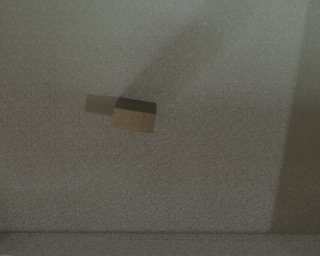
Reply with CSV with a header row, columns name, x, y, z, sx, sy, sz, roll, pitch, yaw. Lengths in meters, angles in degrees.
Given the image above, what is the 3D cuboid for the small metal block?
name,x,y,z,sx,sy,sz,roll,pitch,yaw
small metal block,-0.031,-0.017,0.391,0.050,0.050,0.025,9,110,-4
